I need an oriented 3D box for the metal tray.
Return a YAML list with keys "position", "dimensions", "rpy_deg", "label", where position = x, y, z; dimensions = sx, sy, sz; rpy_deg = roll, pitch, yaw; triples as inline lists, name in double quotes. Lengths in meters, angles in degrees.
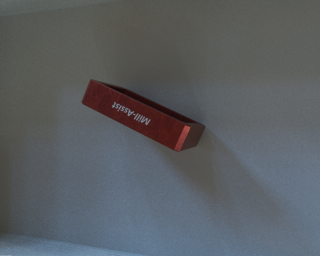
- position: [-0.017, -0.016, 0.377]
  dimensions: [0.130, 0.090, 0.030]
  rpy_deg: [26, 99, 17]
  label: "metal tray"
